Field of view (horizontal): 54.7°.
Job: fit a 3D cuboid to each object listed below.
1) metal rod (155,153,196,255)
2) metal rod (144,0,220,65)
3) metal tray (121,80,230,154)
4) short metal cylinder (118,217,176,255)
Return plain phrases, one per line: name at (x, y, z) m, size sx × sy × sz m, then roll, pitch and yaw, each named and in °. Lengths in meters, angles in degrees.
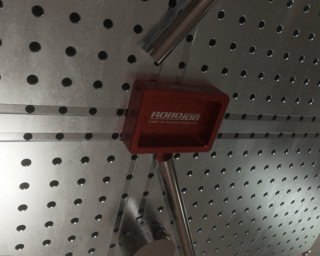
metal rod at (0.035, 0.156, 0.528) m, size 0.025 × 0.025 × 0.298 m, roll -24°, pitch 128°, yaw -14°
metal rod at (0.093, -0.190, 0.345) m, size 0.300 × 0.025 × 0.025 m, roll -47°, pitch 130°, yaw 4°
metal tray at (0.022, -0.012, 0.414) m, size 0.131 × 0.030 × 0.089 m, roll 1°, pitch 118°, yaw -30°
short metal cylinder at (-0.022, 0.192, 0.504) m, size 0.081 × 0.050 × 0.079 m, roll -14°, pitch 125°, yaw -21°
